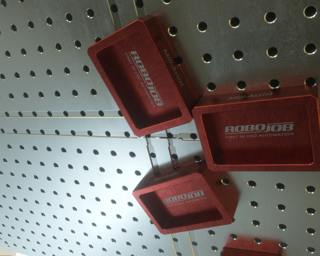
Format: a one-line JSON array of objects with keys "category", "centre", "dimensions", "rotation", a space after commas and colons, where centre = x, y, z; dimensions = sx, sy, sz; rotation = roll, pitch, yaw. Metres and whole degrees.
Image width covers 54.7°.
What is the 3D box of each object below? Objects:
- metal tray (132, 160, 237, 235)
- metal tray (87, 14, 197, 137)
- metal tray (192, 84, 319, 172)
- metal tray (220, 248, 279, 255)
[{"category": "metal tray", "centre": [0.033, 0.106, 0.454], "dimensions": [0.130, 0.030, 0.090], "rotation": [-24, 106, 36]}, {"category": "metal tray", "centre": [-0.020, -0.058, 0.380], "dimensions": [0.090, 0.030, 0.130], "rotation": [-17, 110, 34]}, {"category": "metal tray", "centre": [0.110, 0.005, 0.351], "dimensions": [0.130, 0.030, 0.090], "rotation": [-4, 117, 30]}, {"category": "metal tray", "centre": [0.149, 0.250, 0.483], "dimensions": [0.090, 0.030, 0.129], "rotation": [-4, 117, 29]}]
